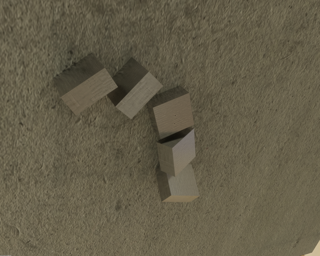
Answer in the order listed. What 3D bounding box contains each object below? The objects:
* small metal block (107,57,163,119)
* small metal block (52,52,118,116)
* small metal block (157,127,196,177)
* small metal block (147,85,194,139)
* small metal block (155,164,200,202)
[{"bbox_3d":[-0.032,-0.045,0.345,0.050,0.050,0.025,-46,129,4],"label":"small metal block"},{"bbox_3d":[-0.078,-0.047,0.319,0.050,0.050,0.025,-35,129,-5],"label":"small metal block"},{"bbox_3d":[0.024,0.030,0.425,0.050,0.025,0.050,-39,135,-38],"label":"small metal block"},{"bbox_3d":[0.013,-0.020,0.401,0.050,0.025,0.050,-24,127,-14],"label":"small metal block"},{"bbox_3d":[0.025,0.079,0.449,0.050,0.050,0.025,9,143,-33],"label":"small metal block"}]
